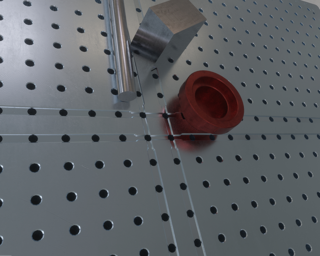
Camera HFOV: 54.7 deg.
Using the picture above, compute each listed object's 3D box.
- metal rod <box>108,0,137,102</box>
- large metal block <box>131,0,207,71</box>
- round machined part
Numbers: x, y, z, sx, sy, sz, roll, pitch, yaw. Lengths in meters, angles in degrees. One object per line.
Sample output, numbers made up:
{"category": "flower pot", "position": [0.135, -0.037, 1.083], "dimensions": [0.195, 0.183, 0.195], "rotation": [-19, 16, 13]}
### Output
{"category": "metal rod", "position": [-0.065, -0.173, 0.478], "dimensions": [0.025, 0.025, 0.299], "rotation": [5, 60, -26]}
{"category": "large metal block", "position": [0.011, -0.142, 0.465], "dimensions": [0.050, 0.080, 0.081], "rotation": [49, 51, 6]}
{"category": "round machined part", "position": [0.071, -0.033, 0.455], "dimensions": [0.099, 0.042, 0.098], "rotation": [14, 56, -21]}
